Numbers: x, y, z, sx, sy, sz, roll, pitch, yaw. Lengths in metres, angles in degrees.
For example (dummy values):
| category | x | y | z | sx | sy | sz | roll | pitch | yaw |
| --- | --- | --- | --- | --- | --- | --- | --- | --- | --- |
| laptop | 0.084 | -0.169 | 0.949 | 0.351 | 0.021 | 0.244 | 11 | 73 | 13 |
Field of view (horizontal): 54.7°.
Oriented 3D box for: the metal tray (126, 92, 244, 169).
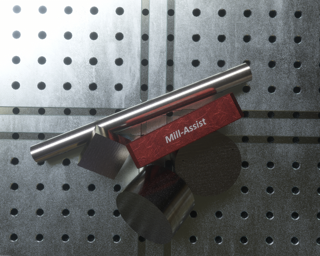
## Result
| category | x | y | z | sx | sy | sz | roll | pitch | yaw |
| --- | --- | --- | --- | --- | --- | --- | --- | --- | --- |
| metal tray | 0.027 | 0.002 | 0.377 | 0.131 | 0.090 | 0.030 | -26 | 90 | 0 |

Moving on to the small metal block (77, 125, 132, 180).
| category | x | y | z | sx | sy | sz | roll | pitch | yaw |
| --- | --- | --- | --- | --- | --- | --- | --- | --- | --- |
| small metal block | -0.070 | 0.032 | 0.396 | 0.050 | 0.025 | 0.050 | 26 | 106 | -19 |

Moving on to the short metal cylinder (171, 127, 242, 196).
| category | x | y | z | sx | sy | sz | roll | pitch | yaw |
| --- | --- | --- | --- | --- | --- | --- | --- | --- | --- |
| short metal cylinder | 0.056 | 0.040 | 0.393 | 0.081 | 0.050 | 0.079 | -1 | 99 | -4 |

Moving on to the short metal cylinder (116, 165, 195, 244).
| category | x | y | z | sx | sy | sz | roll | pitch | yaw |
| --- | --- | --- | --- | --- | --- | --- | --- | --- | --- |
| short metal cylinder | -0.006 | 0.092 | 0.375 | 0.080 | 0.080 | 0.050 | 47 | 49 | 0 |

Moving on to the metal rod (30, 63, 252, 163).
| category | x | y | z | sx | sy | sz | roll | pitch | yaw |
| --- | --- | --- | --- | --- | --- | --- | --- | --- | --- |
| metal rod | -0.024 | -0.020 | 0.409 | 0.301 | 0.025 | 0.025 | -21 | 90 | 0 |
